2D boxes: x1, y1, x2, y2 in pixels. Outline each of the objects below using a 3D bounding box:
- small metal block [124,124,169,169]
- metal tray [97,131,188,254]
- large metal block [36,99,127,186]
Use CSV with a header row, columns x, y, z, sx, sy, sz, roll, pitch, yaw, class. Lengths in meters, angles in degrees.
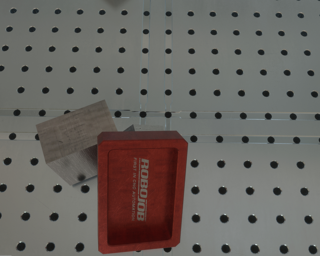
x,y,z,sx,sy,sz,roll,pitch,yaw,class
-0.015,0.024,0.389,0.050,0.025,0.050,3,63,-44,small metal block
-0.021,0.069,0.336,0.091,0.030,0.129,-1,106,-13,metal tray
-0.088,0.020,0.371,0.080,0.080,0.050,-22,64,-8,large metal block
